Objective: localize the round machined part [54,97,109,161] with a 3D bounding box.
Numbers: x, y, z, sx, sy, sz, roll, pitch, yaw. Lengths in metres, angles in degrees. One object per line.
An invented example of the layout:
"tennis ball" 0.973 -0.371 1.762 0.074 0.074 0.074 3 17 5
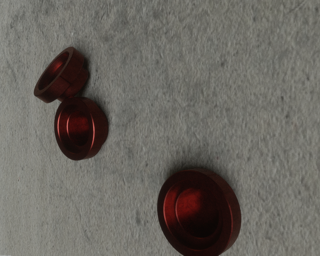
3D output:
"round machined part" -0.119 0.000 0.487 0.098 0.042 0.097 4 96 38

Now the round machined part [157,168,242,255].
"round machined part" 0.048 0.094 0.353 0.098 0.042 0.097 0 90 39

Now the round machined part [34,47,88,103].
"round machined part" -0.154 -0.080 0.499 0.098 0.042 0.098 -29 40 28
